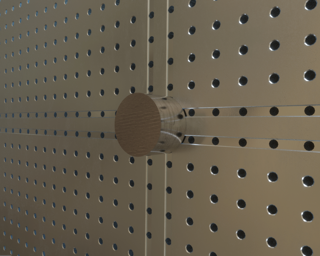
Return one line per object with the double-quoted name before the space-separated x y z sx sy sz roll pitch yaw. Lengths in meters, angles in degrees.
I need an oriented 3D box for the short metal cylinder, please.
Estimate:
"short metal cylinder" -0.013 -0.004 0.405 0.080 0.050 0.080 0 90 40
